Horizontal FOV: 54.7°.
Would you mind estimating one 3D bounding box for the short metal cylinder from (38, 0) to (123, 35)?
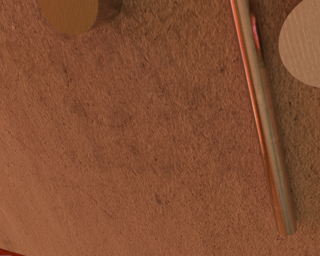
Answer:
[{"bbox_3d":[-0.088,-0.150,0.345,0.080,0.050,0.079,13,124,21],"label":"short metal cylinder"}]

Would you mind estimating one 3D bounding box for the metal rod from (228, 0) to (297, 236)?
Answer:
[{"bbox_3d":[0.119,-0.001,0.343,0.025,0.025,0.298,-5,116,30],"label":"metal rod"}]

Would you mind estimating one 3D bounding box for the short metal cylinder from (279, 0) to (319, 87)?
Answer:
[{"bbox_3d":[0.147,-0.080,0.264,0.080,0.050,0.079,13,124,21],"label":"short metal cylinder"}]
